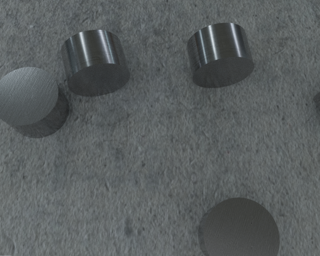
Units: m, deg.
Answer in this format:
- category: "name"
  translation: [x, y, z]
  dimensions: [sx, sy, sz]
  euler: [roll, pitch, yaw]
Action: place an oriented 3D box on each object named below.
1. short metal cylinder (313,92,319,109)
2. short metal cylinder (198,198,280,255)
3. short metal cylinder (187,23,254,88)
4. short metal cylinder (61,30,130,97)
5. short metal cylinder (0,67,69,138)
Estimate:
- category: "short metal cylinder"
  translation: [0.248, -0.039, 0.396]
  dimensions: [0.080, 0.080, 0.050]
  euler: [-25, 72, -9]
- category: "short metal cylinder"
  translation: [0.086, 0.122, 0.351]
  dimensions: [0.081, 0.050, 0.080]
  euler: [0, 70, 0]
- category: "short metal cylinder"
  translation: [0.080, -0.094, 0.414]
  dimensions: [0.081, 0.080, 0.050]
  euler: [-7, 70, -3]
- category: "short metal cylinder"
  translation: [-0.085, -0.083, 0.408]
  dimensions: [0.081, 0.080, 0.050]
  euler: [-15, 71, -6]
- category: "short metal cylinder"
  translation: [-0.166, -0.032, 0.405]
  dimensions: [0.081, 0.050, 0.080]
  euler: [0, 70, 0]
